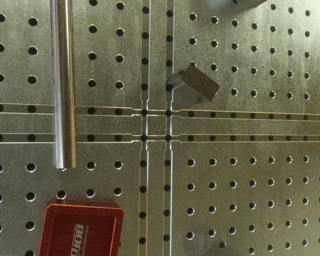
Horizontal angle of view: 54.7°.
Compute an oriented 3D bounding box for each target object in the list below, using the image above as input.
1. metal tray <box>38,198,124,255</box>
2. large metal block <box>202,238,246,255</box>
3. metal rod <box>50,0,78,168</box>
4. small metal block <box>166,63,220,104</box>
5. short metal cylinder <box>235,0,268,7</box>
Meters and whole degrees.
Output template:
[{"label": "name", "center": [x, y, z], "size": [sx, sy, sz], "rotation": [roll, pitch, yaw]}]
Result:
[{"label": "metal tray", "center": [-0.099, 0.155, 0.373], "size": [0.091, 0.030, 0.129], "rotation": [9, 87, -20]}, {"label": "large metal block", "center": [0.107, 0.209, 0.423], "size": [0.050, 0.080, 0.080], "rotation": [-43, 104, -15]}, {"label": "metal rod", "center": [-0.116, -0.102, 0.369], "size": [0.025, 0.025, 0.298], "rotation": [-2, 91, -20]}, {"label": "small metal block", "center": [0.044, -0.057, 0.415], "size": [0.050, 0.050, 0.025], "rotation": [34, 79, -17]}, {"label": "short metal cylinder", "center": [0.144, -0.225, 0.452], "size": [0.081, 0.050, 0.080], "rotation": [0, 90, -20]}]
